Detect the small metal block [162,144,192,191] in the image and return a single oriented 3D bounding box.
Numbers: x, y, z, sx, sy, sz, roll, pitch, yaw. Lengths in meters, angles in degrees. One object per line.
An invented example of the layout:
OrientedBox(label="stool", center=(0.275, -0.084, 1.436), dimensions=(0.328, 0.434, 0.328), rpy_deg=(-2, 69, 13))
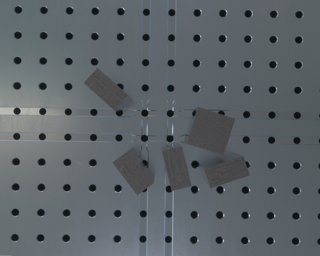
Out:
OrientedBox(label="small metal block", center=(0.020, 0.049, 0.401), dimensions=(0.025, 0.050, 0.050), rpy_deg=(-14, 90, 0))

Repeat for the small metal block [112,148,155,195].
OrientedBox(label="small metal block", center=(-0.032, 0.054, 0.401), dimensions=(0.025, 0.050, 0.050), rpy_deg=(-37, 90, 0))

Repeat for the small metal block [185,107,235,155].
OrientedBox(label="small metal block", center=(0.066, 0.004, 0.414), dimensions=(0.050, 0.025, 0.050), rpy_deg=(18, 90, 0))

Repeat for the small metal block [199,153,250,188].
OrientedBox(label="small metal block", center=(0.082, 0.053, 0.401), dimensions=(0.050, 0.050, 0.025), rpy_deg=(-18, 90, 0))

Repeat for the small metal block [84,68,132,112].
OrientedBox(label="small metal block", center=(-0.065, -0.047, 0.400), dimensions=(0.050, 0.050, 0.025), rpy_deg=(42, 90, 0))
